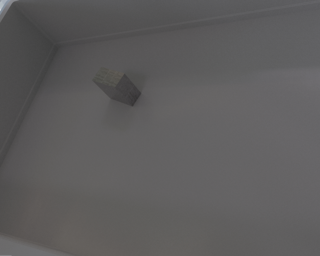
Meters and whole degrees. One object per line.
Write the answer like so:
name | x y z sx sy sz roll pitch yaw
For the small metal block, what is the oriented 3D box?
small metal block | -0.064 -0.061 0.462 0.050 0.050 0.025 21 73 36
